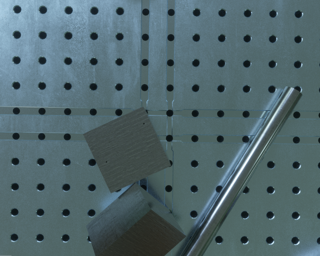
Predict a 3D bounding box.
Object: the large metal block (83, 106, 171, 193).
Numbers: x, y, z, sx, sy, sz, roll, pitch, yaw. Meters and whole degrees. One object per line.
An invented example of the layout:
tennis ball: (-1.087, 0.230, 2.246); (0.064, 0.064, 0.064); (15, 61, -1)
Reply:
large metal block: (-0.040, 0.026, 0.400); (0.080, 0.050, 0.080); (-25, 90, 0)

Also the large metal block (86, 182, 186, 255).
large metal block: (-0.028, 0.127, 0.381); (0.080, 0.050, 0.080); (-42, 128, 0)

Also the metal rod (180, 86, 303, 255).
metal rod: (0.099, 0.078, 0.413); (0.025, 0.025, 0.299); (32, 90, 0)
